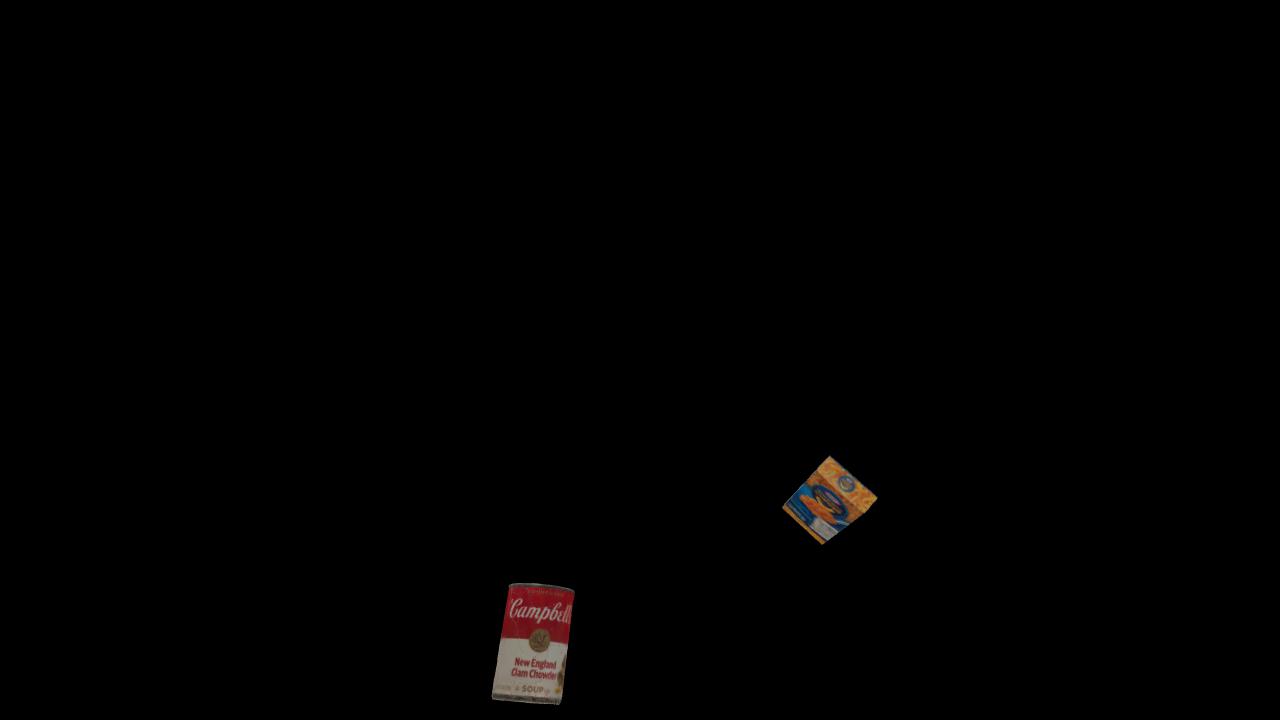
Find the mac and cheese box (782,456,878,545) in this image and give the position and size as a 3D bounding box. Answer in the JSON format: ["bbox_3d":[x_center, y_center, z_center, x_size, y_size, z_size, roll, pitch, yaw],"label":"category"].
[{"bbox_3d":[0.297,0.229,0.985,0.041,0.093,0.184,-37,-22,-24],"label":"mac and cheese box"}]

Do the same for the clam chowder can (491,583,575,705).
[{"bbox_3d":[-0.103,0.277,0.602,0.068,0.102,0.068,4,-28,2],"label":"clam chowder can"}]
